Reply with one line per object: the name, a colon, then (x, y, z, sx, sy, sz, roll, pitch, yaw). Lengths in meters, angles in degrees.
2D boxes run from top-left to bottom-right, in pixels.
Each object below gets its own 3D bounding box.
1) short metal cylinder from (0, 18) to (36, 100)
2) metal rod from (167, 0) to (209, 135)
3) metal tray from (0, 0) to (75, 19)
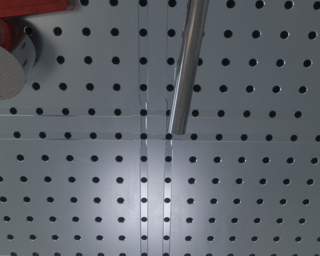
short metal cylinder: (-0.190, -0.078, 0.354, 0.081, 0.050, 0.079, -2, 134, -2)
metal rod: (0.042, -0.134, 0.364, 0.025, 0.025, 0.298, 7, 110, -3)
metal tray: (-0.172, -0.171, 0.345, 0.131, 0.030, 0.089, -7, 110, 2)
